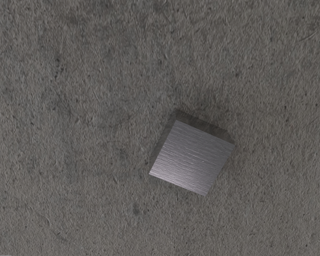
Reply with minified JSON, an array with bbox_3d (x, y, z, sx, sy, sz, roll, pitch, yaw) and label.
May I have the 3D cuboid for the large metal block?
[{"bbox_3d":[0.039,0.031,0.408,0.080,0.050,0.080,23,108,-8],"label":"large metal block"}]
